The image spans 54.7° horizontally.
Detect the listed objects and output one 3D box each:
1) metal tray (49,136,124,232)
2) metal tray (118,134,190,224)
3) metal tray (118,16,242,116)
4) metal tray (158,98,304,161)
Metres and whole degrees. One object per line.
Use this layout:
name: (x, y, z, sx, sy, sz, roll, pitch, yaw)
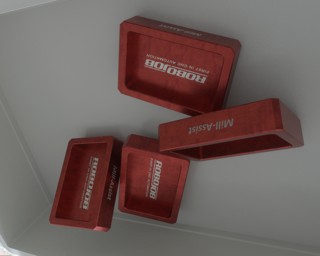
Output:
metal tray: (-0.105, 0.079, 0.451, 0.090, 0.130, 0.030, -5, 156, 30)
metal tray: (-0.010, 0.076, 0.444, 0.090, 0.030, 0.129, 12, 125, 5)
metal tray: (0.017, -0.067, 0.354, 0.130, 0.030, 0.089, 19, 126, 17)
metal tray: (0.075, 0.008, 0.333, 0.130, 0.090, 0.030, -13, 71, 33)
